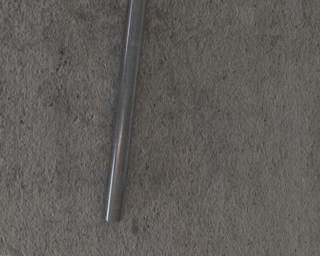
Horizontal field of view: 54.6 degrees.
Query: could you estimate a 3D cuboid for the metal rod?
[{"bbox_3d":[-0.043,-0.035,0.392,0.025,0.025,0.299,7,88,-20],"label":"metal rod"}]
